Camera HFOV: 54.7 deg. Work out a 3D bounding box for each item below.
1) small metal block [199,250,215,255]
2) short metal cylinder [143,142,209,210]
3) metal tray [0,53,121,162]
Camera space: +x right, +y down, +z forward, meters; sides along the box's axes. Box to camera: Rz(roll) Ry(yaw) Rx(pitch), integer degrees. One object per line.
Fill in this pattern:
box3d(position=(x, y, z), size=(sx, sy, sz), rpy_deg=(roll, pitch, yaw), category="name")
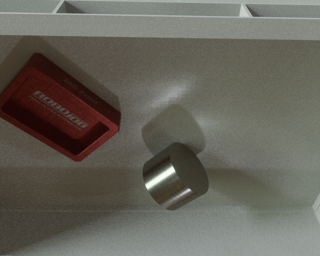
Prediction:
box3d(position=(0.095, 0.292, 0.646), size=(0.025, 0.050, 0.050), rpy_deg=(13, 129, -11), category="small metal block")
box3d(position=(0.022, 0.067, 0.430), size=(0.050, 0.080, 0.080), rpy_deg=(-37, 121, 27), category="short metal cylinder")
box3d(position=(-0.126, -0.019, 0.387), size=(0.090, 0.030, 0.130), rpy_deg=(-37, 122, 26), category="metal tray")
